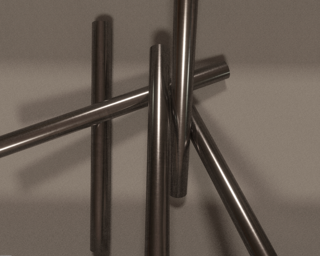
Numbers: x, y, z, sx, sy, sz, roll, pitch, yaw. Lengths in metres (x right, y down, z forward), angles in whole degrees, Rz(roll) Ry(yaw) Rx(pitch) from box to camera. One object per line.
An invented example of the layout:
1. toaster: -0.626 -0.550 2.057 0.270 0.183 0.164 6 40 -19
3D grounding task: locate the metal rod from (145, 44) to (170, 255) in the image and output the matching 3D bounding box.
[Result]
1. metal rod: -0.002 0.043 0.339 0.025 0.025 0.299 1 71 -1

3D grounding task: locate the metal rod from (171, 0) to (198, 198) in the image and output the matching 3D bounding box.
1. metal rod: 0.025 -0.050 0.352 0.025 0.025 0.298 1 114 0

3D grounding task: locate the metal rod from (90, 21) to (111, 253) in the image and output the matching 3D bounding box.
1. metal rod: -0.079 0.011 0.410 0.025 0.025 0.298 0 90 -1

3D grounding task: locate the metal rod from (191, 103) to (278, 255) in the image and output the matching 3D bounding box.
1. metal rod: 0.085 0.084 0.347 0.025 0.025 0.299 -25 63 0

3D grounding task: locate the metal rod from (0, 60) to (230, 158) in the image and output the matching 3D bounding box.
1. metal rod: -0.053 -0.027 0.388 0.302 0.025 0.025 -20 90 -10
